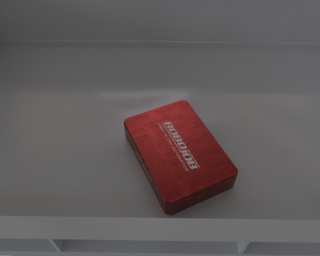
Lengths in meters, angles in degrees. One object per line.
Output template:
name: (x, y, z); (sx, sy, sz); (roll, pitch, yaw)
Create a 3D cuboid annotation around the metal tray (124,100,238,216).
metal tray: (0.021, 0.029, 0.378); (0.091, 0.030, 0.130); (-20, 53, -16)
